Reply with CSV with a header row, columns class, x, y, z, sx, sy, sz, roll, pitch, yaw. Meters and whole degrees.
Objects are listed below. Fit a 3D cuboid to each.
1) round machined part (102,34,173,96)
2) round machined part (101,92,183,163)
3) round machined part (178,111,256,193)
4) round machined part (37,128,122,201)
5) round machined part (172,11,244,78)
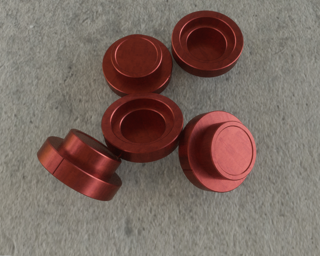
class,x,y,z,sx,sy,sz,roll,pitch,yaw
round machined part,-0.031,-0.091,0.432,0.099,0.042,0.098,0,70,-1
round machined part,-0.021,0.004,0.387,0.099,0.042,0.098,-1,49,1
round machined part,0.074,0.027,0.367,0.099,0.042,0.097,4,82,-29
round machined part,-0.083,0.036,0.351,0.098,0.098,0.042,35,90,11
round machined part,0.065,-0.115,0.442,0.099,0.042,0.098,0,70,-1
